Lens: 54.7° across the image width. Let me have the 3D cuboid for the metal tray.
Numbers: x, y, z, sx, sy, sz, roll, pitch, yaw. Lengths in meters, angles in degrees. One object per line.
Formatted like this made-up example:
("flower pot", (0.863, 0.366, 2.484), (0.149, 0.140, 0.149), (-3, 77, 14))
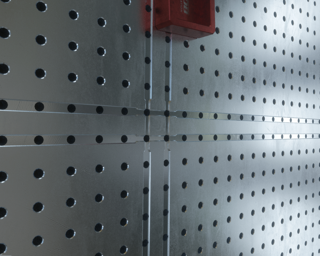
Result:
("metal tray", (0.036, -0.200, 0.434), (0.091, 0.030, 0.129), (-3, 92, -40))
